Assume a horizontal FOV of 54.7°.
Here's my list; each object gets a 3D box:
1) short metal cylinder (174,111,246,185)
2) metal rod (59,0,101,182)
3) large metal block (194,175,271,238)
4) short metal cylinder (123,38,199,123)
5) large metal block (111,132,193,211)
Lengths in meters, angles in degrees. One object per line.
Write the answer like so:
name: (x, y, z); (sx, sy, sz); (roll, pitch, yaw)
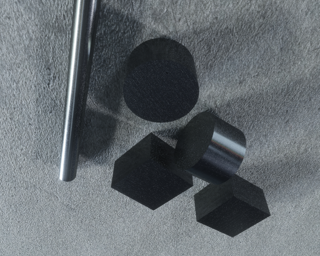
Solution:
short metal cylinder: (0.062, 0.026, 0.394); (0.050, 0.080, 0.080); (28, 125, -22)
metal rod: (-0.100, -0.039, 0.373); (0.025, 0.025, 0.298); (11, 129, -10)
large metal block: (0.113, 0.124, 0.497); (0.080, 0.050, 0.080); (30, 124, -23)
short metal cylinder: (0.001, -0.052, 0.346); (0.081, 0.050, 0.079); (0, 130, 0)
large metal block: (-0.011, 0.065, 0.446); (0.080, 0.050, 0.080); (36, 121, -27)
